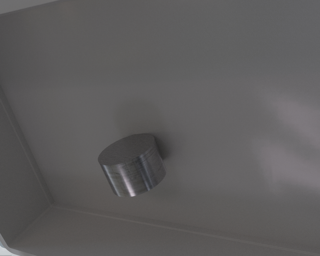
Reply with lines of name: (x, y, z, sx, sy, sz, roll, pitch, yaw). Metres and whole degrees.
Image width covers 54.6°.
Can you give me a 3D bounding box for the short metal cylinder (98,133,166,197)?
short metal cylinder: (-0.037, 0.049, 0.424, 0.080, 0.080, 0.050, -7, 115, 31)
